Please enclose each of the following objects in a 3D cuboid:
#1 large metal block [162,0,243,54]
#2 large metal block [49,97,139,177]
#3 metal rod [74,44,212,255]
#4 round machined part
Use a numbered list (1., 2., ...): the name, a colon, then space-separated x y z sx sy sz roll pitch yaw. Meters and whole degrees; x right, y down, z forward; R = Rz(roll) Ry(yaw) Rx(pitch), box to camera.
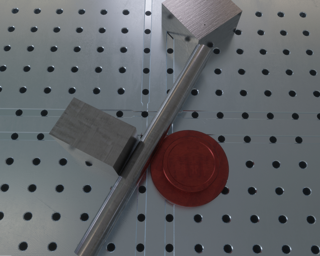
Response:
1. large metal block: 0.059 -0.162 0.458 0.080 0.050 0.080 -36 74 -12
2. large metal block: -0.074 0.016 0.376 0.080 0.080 0.050 26 72 9
3. metal rod: -0.012 0.018 0.384 0.025 0.025 0.300 27 73 9
4. round machined part: 0.037 0.048 0.385 0.099 0.042 0.098 0 70 0
